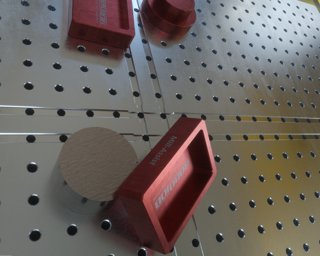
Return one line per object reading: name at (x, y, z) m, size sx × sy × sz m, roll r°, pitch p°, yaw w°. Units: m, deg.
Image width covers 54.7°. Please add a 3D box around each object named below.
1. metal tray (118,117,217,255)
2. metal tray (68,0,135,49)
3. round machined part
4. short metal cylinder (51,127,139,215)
metal tray at (0.017, 0.059, 0.345) m, size 0.131 × 0.030 × 0.090 m, roll -48°, pitch 132°, yaw -39°
metal tray at (-0.089, -0.187, 0.471) m, size 0.091 × 0.030 × 0.130 m, roll 7°, pitch 59°, yaw -25°
round machined part at (0.022, -0.215, 0.542) m, size 0.099 × 0.042 × 0.098 m, roll 14°, pitch 56°, yaw -21°
short metal cylinder at (-0.069, 0.046, 0.328) m, size 0.081 × 0.050 × 0.080 m, roll 14°, pitch 56°, yaw -21°
